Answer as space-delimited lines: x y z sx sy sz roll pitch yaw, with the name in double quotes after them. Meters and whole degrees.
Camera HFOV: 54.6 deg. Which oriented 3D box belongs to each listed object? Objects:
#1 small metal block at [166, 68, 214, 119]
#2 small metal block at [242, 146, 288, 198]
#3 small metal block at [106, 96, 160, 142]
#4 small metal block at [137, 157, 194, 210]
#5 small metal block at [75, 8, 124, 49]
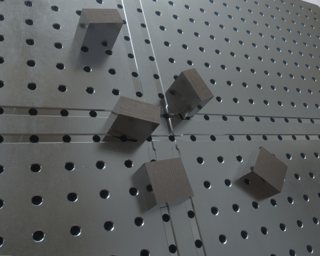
0.042 -0.049 0.444 0.025 0.050 0.050 -22 73 -36 "small metal block"
0.153 0.064 0.451 0.050 0.025 0.050 37 51 -3 "small metal block"
-0.033 -0.009 0.380 0.050 0.050 0.025 14 56 -21 "small metal block"
0.006 0.066 0.371 0.050 0.025 0.050 -5 64 -30 "small metal block"
-0.085 -0.137 0.430 0.050 0.050 0.025 -14 69 -34 "small metal block"
